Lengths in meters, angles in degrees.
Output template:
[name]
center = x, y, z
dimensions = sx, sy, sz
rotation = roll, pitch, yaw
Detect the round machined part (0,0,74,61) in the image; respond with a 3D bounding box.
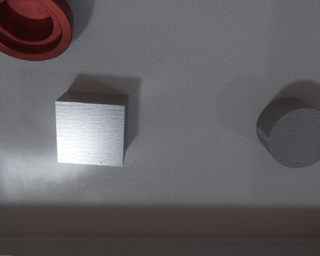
[round machined part]
center = -0.145, -0.123, 0.338
dimensions = 0.099, 0.042, 0.098
rotation = -4, 146, -2

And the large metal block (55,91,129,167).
[large metal block]
center = -0.084, 0.000, 0.397
dimensions = 0.081, 0.050, 0.079
rotation = 4, 110, -2

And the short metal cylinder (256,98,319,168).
[short metal cylinder]
center = 0.173, 0.005, 0.402
dimensions = 0.081, 0.050, 0.079
rotation = 0, 110, -1
